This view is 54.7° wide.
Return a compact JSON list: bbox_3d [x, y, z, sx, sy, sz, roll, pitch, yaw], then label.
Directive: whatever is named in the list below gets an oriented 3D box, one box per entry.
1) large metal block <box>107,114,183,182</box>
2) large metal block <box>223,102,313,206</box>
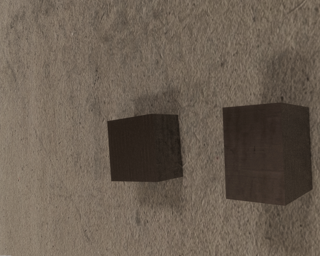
[{"bbox_3d":[-0.020,0.026,0.403,0.080,0.050,0.080,-7,85,39],"label":"large metal block"},{"bbox_3d":[0.101,0.021,0.285,0.050,0.081,0.079,-3,88,40],"label":"large metal block"}]
